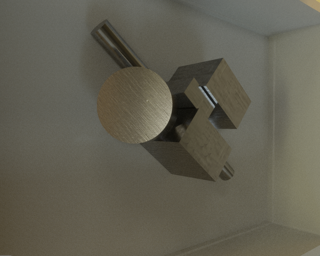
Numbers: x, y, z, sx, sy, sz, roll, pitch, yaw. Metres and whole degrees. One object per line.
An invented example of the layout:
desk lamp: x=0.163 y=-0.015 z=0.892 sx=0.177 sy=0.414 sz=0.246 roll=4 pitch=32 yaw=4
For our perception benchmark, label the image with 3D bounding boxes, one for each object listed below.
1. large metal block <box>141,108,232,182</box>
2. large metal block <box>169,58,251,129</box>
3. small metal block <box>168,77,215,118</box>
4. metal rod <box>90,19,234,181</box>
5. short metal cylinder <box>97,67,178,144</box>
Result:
large metal block: x=0.031 y=0.021 z=0.398 sx=0.080 sy=0.080 sz=0.050 roll=47 pitch=62 yaw=-30
large metal block: x=0.064 y=-0.044 z=0.426 sx=0.080 sy=0.080 sz=0.050 roll=48 pitch=61 yaw=-30
small metal block: x=0.032 y=-0.034 z=0.387 sx=0.050 sy=0.050 sz=0.025 roll=48 pitch=61 yaw=-30
metal rod: x=0.020 y=-0.020 z=0.425 sx=0.300 sy=0.025 sz=0.025 roll=47 pitch=62 yaw=-30
short metal cylinder: x=-0.022 y=-0.024 z=0.344 sx=0.050 sy=0.080 sz=0.079 roll=3 pitch=88 yaw=-80
